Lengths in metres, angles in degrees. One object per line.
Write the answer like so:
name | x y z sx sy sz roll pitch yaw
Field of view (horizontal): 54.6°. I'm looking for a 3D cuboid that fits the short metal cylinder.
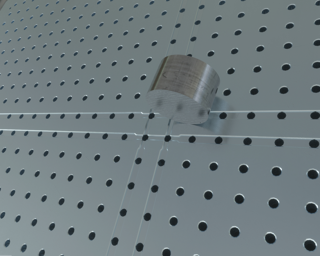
short metal cylinder | 0.029 -0.046 0.387 0.080 0.080 0.050 8 66 32
